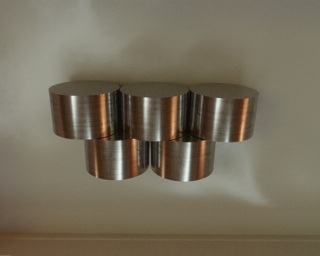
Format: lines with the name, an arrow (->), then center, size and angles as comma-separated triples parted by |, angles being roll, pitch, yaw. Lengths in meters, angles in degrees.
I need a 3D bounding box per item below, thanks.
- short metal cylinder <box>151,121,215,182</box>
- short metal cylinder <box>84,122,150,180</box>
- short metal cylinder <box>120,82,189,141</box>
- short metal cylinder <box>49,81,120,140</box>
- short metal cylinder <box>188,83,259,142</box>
short metal cylinder -> 0.029, 0.025, 0.390 | 0.081, 0.080, 0.050 | 1, 110, -1
short metal cylinder -> -0.053, 0.023, 0.388 | 0.081, 0.080, 0.050 | 1, 110, -1
short metal cylinder -> -0.007, -0.022, 0.372 | 0.081, 0.080, 0.050 | 1, 110, -1
short metal cylinder -> -0.088, -0.024, 0.370 | 0.081, 0.080, 0.050 | 1, 110, -1
short metal cylinder -> 0.074, -0.021, 0.373 | 0.081, 0.080, 0.050 | 2, 110, -1
